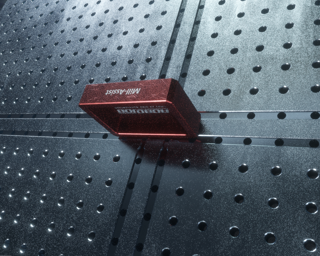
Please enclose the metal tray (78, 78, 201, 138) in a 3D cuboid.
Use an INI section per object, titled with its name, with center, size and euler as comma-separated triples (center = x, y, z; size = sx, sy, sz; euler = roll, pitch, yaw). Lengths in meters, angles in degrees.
[metal tray]
center = -0.024, -0.021, 0.393
size = 0.130, 0.090, 0.030
euler = 0, 62, 28
